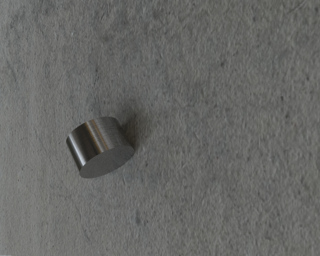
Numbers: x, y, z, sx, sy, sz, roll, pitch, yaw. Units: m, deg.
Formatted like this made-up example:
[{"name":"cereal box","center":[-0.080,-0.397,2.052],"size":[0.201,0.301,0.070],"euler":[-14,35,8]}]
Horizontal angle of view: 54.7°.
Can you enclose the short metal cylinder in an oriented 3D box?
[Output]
[{"name":"short metal cylinder","center":[-0.084,0.028,0.436],"size":[0.080,0.081,0.050],"euler":[-45,63,30]}]
